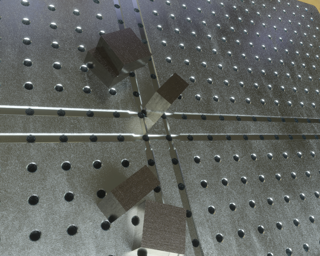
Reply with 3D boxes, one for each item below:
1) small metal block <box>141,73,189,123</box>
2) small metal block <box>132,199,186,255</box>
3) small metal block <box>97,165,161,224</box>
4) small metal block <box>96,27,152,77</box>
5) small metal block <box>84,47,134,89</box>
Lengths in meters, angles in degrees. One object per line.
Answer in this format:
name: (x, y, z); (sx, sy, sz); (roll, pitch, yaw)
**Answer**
small metal block: (0.007, -0.041, 0.422); (0.025, 0.050, 0.050); (41, 51, -1)
small metal block: (0.000, 0.112, 0.342); (0.050, 0.025, 0.050); (18, 55, -19)
small metal block: (-0.034, 0.071, 0.332); (0.050, 0.050, 0.025); (-34, 81, -38)
small metal block: (-0.048, -0.102, 0.414); (0.050, 0.025, 0.050); (-31, 79, -38)
small metal block: (-0.067, -0.090, 0.428); (0.050, 0.025, 0.050); (46, 51, 3)
